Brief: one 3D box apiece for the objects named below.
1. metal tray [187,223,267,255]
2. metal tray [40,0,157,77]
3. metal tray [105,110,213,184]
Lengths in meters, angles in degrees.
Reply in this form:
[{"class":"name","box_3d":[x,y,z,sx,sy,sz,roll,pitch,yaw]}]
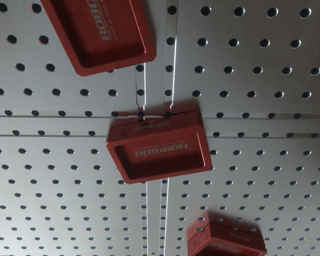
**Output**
[{"class":"metal tray","box_3d":[0.131,0.238,0.612,0.131,0.030,0.089,22,127,-18]},{"class":"metal tray","box_3d":[-0.062,-0.120,0.304,0.090,0.030,0.129,-11,130,9]},{"class":"metal tray","box_3d":[0.001,0.030,0.434,0.131,0.030,0.090,-11,130,9]}]
